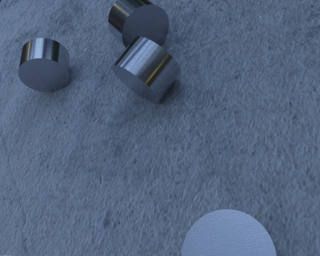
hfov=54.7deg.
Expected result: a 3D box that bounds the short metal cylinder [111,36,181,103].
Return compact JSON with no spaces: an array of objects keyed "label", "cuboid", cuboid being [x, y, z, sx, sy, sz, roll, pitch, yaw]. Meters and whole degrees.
[{"label":"short metal cylinder","cuboid":[-0.019,-0.079,0.425,0.080,0.080,0.050,29,78,37]}]

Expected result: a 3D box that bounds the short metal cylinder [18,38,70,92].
[{"label":"short metal cylinder","cuboid":[-0.199,-0.108,0.536,0.080,0.080,0.050,-21,54,15]}]

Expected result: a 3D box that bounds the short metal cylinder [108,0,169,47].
[{"label":"short metal cylinder","cuboid":[-0.033,-0.161,0.483,0.080,0.080,0.050,-41,51,0]}]

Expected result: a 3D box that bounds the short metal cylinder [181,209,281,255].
[{"label":"short metal cylinder","cuboid":[0.066,0.120,0.279,0.080,0.050,0.080,-13,56,20]}]
